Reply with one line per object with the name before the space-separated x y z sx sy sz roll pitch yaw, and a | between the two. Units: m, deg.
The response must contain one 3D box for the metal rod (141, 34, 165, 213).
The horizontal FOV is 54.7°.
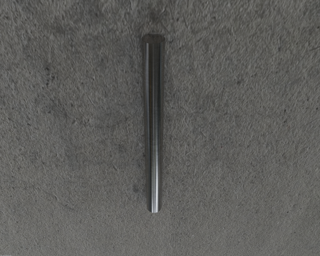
metal rod | -0.008 0.019 0.424 0.025 0.025 0.298 0 130 -1
